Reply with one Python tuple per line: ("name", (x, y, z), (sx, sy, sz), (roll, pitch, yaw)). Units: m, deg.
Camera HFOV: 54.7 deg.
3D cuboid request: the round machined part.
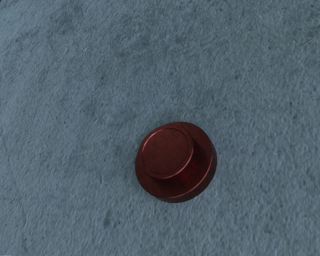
("round machined part", (0.014, 0.034, 0.364), (0.098, 0.042, 0.098), (-13, 56, 20))
